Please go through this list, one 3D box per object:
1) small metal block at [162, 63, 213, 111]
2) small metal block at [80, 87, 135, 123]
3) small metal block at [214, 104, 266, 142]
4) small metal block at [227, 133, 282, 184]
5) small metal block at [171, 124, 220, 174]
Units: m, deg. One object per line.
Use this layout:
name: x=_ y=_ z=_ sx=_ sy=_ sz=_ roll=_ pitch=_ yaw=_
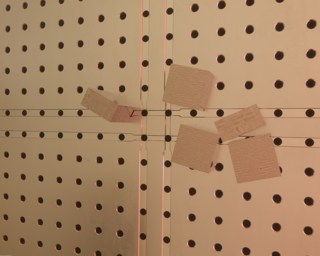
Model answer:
small metal block: x=0.035 y=-0.052 z=0.400 sx=0.050 sy=0.025 sz=0.050 roll=15 pitch=95 yaw=19
small metal block: x=-0.070 y=-0.030 z=0.423 sx=0.050 sy=0.050 sz=0.025 roll=30 pitch=100 yaw=17
small metal block: x=0.096 y=-0.005 z=0.365 sx=0.050 sy=0.050 sz=0.025 roll=-24 pitch=82 yaw=18
small metal block: x=0.114 y=0.036 z=0.372 sx=0.050 sy=0.025 sz=0.050 roll=-14 pitch=85 yaw=19
small metal block: x=0.047 y=0.025 z=0.396 sx=0.050 sy=0.025 sz=0.050 roll=16 pitch=95 yaw=19
